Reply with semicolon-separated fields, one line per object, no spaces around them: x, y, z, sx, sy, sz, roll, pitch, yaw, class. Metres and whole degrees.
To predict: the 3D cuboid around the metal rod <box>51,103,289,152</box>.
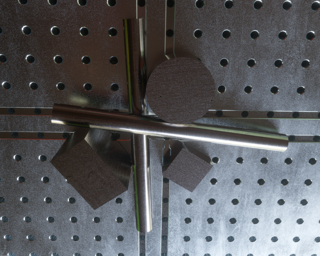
0.022;0.001;0.394;0.302;0.025;0.025;7;110;-11;metal rod

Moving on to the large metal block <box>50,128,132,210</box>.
-0.082;0.042;0.397;0.050;0.080;0.080;-33;107;11;large metal block

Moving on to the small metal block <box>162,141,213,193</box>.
0.038;0.054;0.435;0.050;0.025;0.050;32;107;-12;small metal block

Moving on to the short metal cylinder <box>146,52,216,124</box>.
0.024;-0.050;0.382;0.081;0.050;0.079;0;110;-1;short metal cylinder

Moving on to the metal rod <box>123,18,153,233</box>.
-0.027;0.010;0.417;0.025;0.025;0.298;-2;110;0;metal rod
